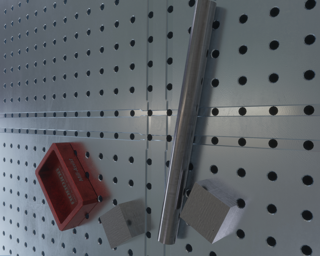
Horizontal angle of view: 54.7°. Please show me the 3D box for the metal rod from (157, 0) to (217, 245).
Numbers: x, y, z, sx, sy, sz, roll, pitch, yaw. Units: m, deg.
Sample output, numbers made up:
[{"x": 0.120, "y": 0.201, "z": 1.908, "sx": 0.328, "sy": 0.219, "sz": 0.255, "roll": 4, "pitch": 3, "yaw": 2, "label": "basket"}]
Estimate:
[{"x": 0.032, "y": -0.001, "z": 0.383, "sx": 0.025, "sy": 0.025, "sz": 0.298, "roll": 15, "pitch": 99, "yaw": 39, "label": "metal rod"}]

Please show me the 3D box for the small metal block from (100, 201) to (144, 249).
[{"x": -0.057, "y": 0.143, "z": 0.457, "sx": 0.050, "sy": 0.025, "sz": 0.050, "roll": -39, "pitch": 66, "yaw": 33, "label": "small metal block"}]

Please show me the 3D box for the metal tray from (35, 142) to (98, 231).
[{"x": -0.168, "y": 0.101, "z": 0.544, "sx": 0.090, "sy": 0.030, "sz": 0.130, "roll": -50, "pitch": 61, "yaw": 28, "label": "metal tray"}]

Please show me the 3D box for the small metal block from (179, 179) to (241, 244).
[{"x": 0.058, "y": 0.096, "z": 0.362, "sx": 0.050, "sy": 0.025, "sz": 0.050, "roll": 34, "pitch": 111, "yaw": 35, "label": "small metal block"}]
